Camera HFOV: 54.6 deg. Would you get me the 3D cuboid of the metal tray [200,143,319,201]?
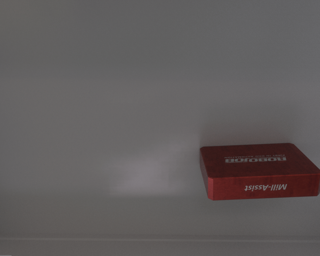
[{"bbox_3d":[0.121,0.053,0.396,0.131,0.090,0.030,-2,110,1],"label":"metal tray"}]
